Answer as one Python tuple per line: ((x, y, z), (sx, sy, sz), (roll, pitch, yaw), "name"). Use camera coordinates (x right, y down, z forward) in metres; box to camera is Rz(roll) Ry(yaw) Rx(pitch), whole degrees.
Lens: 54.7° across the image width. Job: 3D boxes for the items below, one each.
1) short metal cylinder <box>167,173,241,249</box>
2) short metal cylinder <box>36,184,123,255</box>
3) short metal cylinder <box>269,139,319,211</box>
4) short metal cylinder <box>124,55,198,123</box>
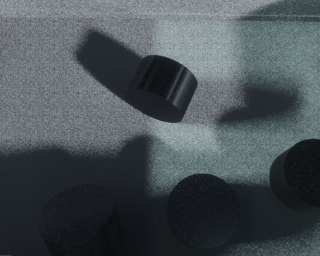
((0.048, 0.097, 0.361), (0.081, 0.050, 0.080), (0, 70, 0), "short metal cylinder")
((-0.084, 0.107, 0.336), (0.080, 0.050, 0.080), (-6, 32, 4), "short metal cylinder")
((0.182, 0.059, 0.377), (0.081, 0.050, 0.080), (0, 70, 0), "short metal cylinder")
((0.001, -0.048, 0.398), (0.080, 0.080, 0.050), (22, 72, 7), "short metal cylinder")
